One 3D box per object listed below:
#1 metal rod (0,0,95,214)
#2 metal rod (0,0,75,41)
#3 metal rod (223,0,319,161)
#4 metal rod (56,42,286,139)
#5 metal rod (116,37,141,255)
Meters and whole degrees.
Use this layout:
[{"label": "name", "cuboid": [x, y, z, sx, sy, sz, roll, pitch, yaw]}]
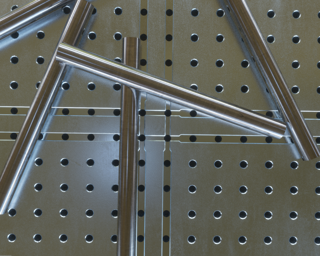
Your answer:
[{"label": "metal rod", "cuboid": [-0.158, -0.029, 0.411, 0.025, 0.025, 0.299, 23, 90, -1]}, {"label": "metal rod", "cuboid": [-0.116, -0.183, 0.411, 0.301, 0.025, 0.025, -28, 90, -1]}, {"label": "metal rod", "cuboid": [0.137, -0.095, 0.415, 0.025, 0.025, 0.299, -26, 90, 0]}, {"label": "metal rod", "cuboid": [0.020, -0.044, 0.395, 0.302, 0.025, 0.025, 19, 90, -8]}, {"label": "metal rod", "cuboid": [-0.042, 0.031, 0.412, 0.025, 0.025, 0.298, 2, 90, -1]}]
